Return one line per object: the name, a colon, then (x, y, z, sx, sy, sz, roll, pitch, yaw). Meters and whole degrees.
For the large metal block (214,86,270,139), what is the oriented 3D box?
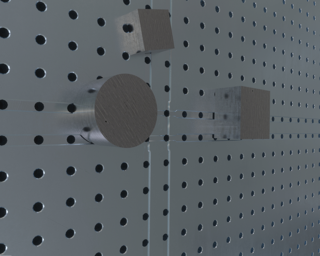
large metal block: (0.135, -0.023, 0.506, 0.081, 0.050, 0.080, 2, 89, -40)

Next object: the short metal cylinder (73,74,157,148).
short metal cylinder: (-0.050, -0.019, 0.351, 0.081, 0.050, 0.079, 0, 90, -40)

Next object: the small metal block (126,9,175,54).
small metal block: (-0.012, -0.124, 0.399, 0.050, 0.025, 0.050, -17, 101, -39)
